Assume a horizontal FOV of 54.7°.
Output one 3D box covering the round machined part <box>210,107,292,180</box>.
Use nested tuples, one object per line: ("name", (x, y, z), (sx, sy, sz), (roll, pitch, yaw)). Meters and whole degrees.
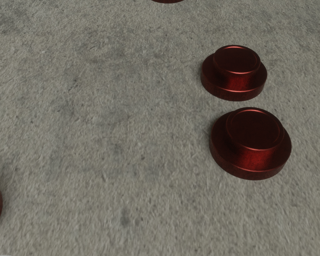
("round machined part", (0.113, 0.012, 0.384), (0.099, 0.042, 0.098), (0, 50, 0))

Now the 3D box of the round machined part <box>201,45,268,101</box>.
("round machined part", (0.113, -0.089, 0.469), (0.099, 0.042, 0.098), (0, 50, 0))

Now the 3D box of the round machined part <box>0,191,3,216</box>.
("round machined part", (-0.211, 0.090, 0.314), (0.099, 0.042, 0.098), (0, 50, 0))

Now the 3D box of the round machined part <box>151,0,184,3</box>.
("round machined part", (0.015, -0.305, 0.649), (0.099, 0.042, 0.098), (0, 50, 0))
